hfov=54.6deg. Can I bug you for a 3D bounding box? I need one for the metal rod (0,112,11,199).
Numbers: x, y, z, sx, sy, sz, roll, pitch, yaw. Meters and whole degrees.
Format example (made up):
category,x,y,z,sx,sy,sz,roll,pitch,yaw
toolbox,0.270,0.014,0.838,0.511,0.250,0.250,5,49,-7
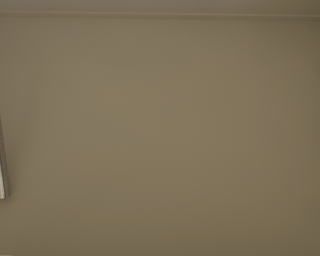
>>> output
category,x,y,z,sx,sy,sz,roll,pitch,yaw
metal rod,-0.213,-0.064,0.373,0.025,0.025,0.298,-6,93,-2
